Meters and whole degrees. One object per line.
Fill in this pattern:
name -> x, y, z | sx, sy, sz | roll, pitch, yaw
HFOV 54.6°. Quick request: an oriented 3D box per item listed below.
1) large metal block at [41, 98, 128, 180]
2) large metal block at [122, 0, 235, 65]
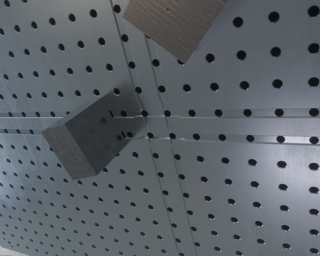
large metal block -> -0.103, 0.015, 0.440 | 0.050, 0.080, 0.080 | -16, 110, 34
large metal block -> 0.022, -0.125, 0.307 | 0.080, 0.050, 0.080 | 38, 129, 2
